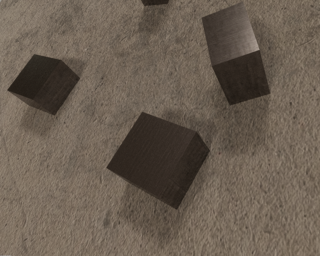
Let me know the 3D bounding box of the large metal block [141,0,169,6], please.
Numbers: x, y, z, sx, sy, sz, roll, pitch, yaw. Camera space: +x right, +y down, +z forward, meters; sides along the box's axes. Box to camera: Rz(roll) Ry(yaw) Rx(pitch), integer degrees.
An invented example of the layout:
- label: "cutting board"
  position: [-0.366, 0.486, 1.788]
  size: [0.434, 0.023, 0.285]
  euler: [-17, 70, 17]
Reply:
- label: "large metal block"
  position: [-0.010, -0.275, 0.541]
  size: [0.050, 0.080, 0.080]
  euler: [9, 66, 32]

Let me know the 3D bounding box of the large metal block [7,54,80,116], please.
- label: "large metal block"
  position: [-0.201, -0.076, 0.538]
  size: [0.080, 0.050, 0.080]
  euler: [18, 71, 34]

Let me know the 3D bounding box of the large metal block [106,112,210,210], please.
- label: "large metal block"
  position: [-0.001, 0.037, 0.365]
  size: [0.080, 0.050, 0.080]
  euler: [21, 73, 35]

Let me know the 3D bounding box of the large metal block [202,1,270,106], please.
- label: "large metal block"
  position: [0.092, -0.087, 0.373]
  size: [0.050, 0.080, 0.080]
  euler: [-17, 55, 18]
